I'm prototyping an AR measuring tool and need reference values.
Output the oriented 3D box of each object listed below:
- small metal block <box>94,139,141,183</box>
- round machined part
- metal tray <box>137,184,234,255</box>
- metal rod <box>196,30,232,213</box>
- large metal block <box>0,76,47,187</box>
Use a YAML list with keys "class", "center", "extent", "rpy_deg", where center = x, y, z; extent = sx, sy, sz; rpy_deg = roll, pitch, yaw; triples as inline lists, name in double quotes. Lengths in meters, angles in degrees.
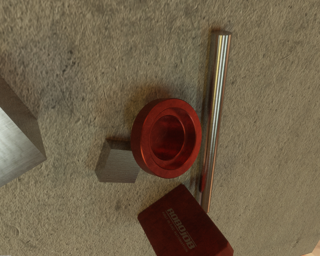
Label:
- class: "small metal block"
  center: [-0.052, 0.044, 0.406]
  extent: [0.050, 0.025, 0.050]
  rpy_deg: [8, 114, -32]
- class: "round machined part"
  center: [0.003, 0.011, 0.389]
  extent: [0.099, 0.042, 0.097]
  rpy_deg: [-4, 97, -39]
- class: "metal tray"
  center: [0.032, 0.153, 0.451]
  extent: [0.090, 0.130, 0.030]
  rpy_deg: [-35, 129, -6]
- class: "metal rod"
  center: [0.074, 0.011, 0.454]
  extent: [0.025, 0.025, 0.298]
  rpy_deg: [-13, 124, -21]
- class: "large metal block"
  center: [-0.154, -0.005, 0.284]
  extent: [0.050, 0.080, 0.080]
  rpy_deg: [-32, 129, -8]
